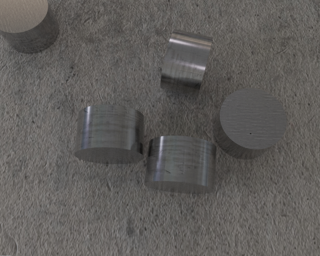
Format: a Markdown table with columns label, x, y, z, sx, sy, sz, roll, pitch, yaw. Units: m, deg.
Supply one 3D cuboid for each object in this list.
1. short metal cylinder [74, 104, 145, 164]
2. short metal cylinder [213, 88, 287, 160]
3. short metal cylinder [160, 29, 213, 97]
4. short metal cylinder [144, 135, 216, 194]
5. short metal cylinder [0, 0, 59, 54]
| label | x | y | z | sx | sy | sz | roll | pitch | yaw |
| --- | --- | --- | --- | --- | --- | --- | --- | --- | --- |
| short metal cylinder | -0.059 | 0.010 | 0.375 | 0.081 | 0.080 | 0.050 | 0 | 70 | 0 |
| short metal cylinder | 0.112 | -0.004 | 0.397 | 0.081 | 0.050 | 0.080 | 0 | 70 | 0 |
| short metal cylinder | 0.035 | -0.085 | 0.410 | 0.050 | 0.080 | 0.080 | 14 | 71 | 5 |
| short metal cylinder | 0.024 | 0.045 | 0.362 | 0.080 | 0.080 | 0.050 | 5 | 70 | 2 |
| short metal cylinder | -0.195 | -0.156 | 0.450 | 0.081 | 0.050 | 0.080 | 0 | 70 | 0 |
